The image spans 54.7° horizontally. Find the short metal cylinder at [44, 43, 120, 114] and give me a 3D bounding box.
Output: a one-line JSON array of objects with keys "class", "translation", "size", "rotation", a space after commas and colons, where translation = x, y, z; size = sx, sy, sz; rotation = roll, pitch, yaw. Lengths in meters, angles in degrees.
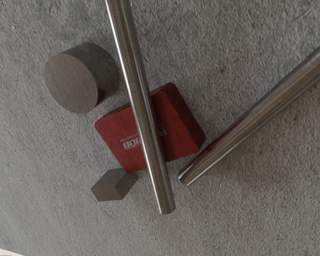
[{"class": "short metal cylinder", "translation": [-0.101, -0.065, 0.404], "size": [0.080, 0.050, 0.079], "rotation": [13, 124, 21]}]

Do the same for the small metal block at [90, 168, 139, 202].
[{"class": "small metal block", "translation": [-0.070, 0.087, 0.481], "size": [0.050, 0.050, 0.025], "rotation": [-13, 112, 33]}]

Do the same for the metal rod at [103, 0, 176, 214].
[{"class": "metal rod", "translation": [-0.020, -0.020, 0.365], "size": [0.025, 0.025, 0.298], "rotation": [2, 119, 27]}]

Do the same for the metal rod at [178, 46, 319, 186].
[{"class": "metal rod", "translation": [0.112, -0.018, 0.336], "size": [0.025, 0.025, 0.298], "rotation": [41, 129, 0]}]

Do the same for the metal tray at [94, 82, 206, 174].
[{"class": "metal tray", "translation": [-0.016, 0.005, 0.415], "size": [0.130, 0.030, 0.090], "rotation": [-22, 107, 36]}]
